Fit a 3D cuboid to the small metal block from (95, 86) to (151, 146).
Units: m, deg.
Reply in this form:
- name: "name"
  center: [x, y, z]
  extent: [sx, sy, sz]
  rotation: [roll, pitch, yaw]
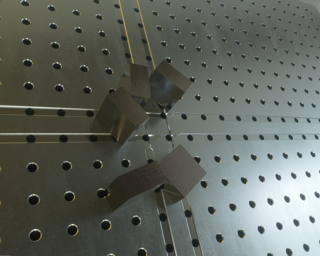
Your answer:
- name: "small metal block"
  center: [-0.046, -0.013, 0.377]
  extent: [0.050, 0.050, 0.025]
  rotation: [48, 51, 5]

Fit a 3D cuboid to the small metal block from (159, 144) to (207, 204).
- name: "small metal block"
  center: [0.022, 0.056, 0.387]
  extent: [0.050, 0.025, 0.050]
  rotation: [48, 51, 5]

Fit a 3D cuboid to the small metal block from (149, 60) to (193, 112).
- name: "small metal block"
  center: [0.009, -0.058, 0.434]
  extent: [0.050, 0.050, 0.025]
  rotation: [37, 51, -4]

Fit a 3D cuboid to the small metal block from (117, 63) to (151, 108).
- name: "small metal block"
  center: [-0.035, -0.048, 0.404]
  extent: [0.025, 0.050, 0.050]
  rotation: [8, 58, -24]

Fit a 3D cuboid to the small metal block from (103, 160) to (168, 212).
- name: "small metal block"
  center: [-0.028, 0.064, 0.339]
  extent: [0.050, 0.050, 0.025]
  rotation: [-19, 72, -36]
